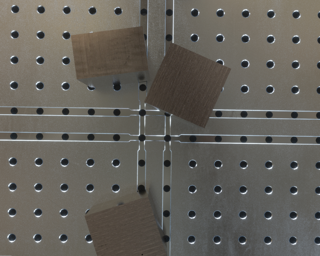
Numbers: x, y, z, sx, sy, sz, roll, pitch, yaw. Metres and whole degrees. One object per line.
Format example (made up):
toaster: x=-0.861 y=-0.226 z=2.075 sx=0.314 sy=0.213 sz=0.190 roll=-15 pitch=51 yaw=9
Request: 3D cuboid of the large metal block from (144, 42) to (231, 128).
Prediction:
large metal block: x=0.034 y=-0.052 z=0.401 sx=0.080 sy=0.050 sz=0.080 roll=24 pitch=90 yaw=-1

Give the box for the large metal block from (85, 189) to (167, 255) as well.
large metal block: x=-0.041 y=0.133 z=0.400 sx=0.080 sy=0.050 sz=0.080 roll=-17 pitch=90 yaw=-1

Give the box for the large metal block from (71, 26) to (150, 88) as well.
large metal block: x=-0.056 y=-0.084 z=0.385 sx=0.081 sy=0.080 sz=0.050 roll=-8 pitch=90 yaw=0
